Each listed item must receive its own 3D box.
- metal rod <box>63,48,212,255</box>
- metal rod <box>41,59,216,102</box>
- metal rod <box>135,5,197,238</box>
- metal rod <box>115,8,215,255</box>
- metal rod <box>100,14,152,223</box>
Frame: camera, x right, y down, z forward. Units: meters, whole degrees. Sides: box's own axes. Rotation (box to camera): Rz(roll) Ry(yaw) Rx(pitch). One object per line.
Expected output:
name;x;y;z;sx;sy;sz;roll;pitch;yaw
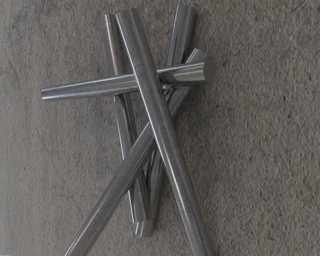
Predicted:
metal rod;-0.029;0.039;0.375;0.025;0.025;0.299;35;94;34
metal rod;-0.066;-0.056;0.410;0.300;0.025;0.025;-1;90;39
metal rod;0.005;-0.002;0.400;0.025;0.025;0.298;18;101;38
metal rod;0.010;0.020;0.344;0.025;0.025;0.298;-12;99;39
metal rod;-0.050;-0.024;0.427;0.025;0.025;0.299;-24;69;37
